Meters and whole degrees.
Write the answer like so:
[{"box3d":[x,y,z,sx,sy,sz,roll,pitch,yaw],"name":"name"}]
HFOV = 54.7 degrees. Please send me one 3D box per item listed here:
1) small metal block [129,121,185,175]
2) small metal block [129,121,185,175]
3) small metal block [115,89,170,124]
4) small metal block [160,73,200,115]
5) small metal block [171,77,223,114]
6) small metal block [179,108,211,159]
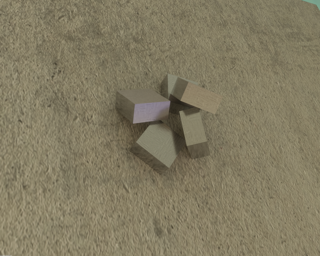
[{"box3d":[-0.002,0.023,0.392,0.050,0.025,0.050,38,51,-2],"name":"small metal block"},{"box3d":[-0.002,0.022,0.392,0.050,0.025,0.050,39,51,-3],"name":"small metal block"},{"box3d":[-0.023,-0.029,0.396,0.050,0.025,0.050,-8,28,-32],"name":"small metal block"},{"box3d":[0.029,-0.046,0.451,0.050,0.025,0.050,13,56,-22],"name":"small metal block"},{"box3d":[0.047,-0.044,0.410,0.050,0.025,0.050,20,11,-17],"name":"small metal block"},{"box3d":[0.047,0.008,0.408,0.025,0.050,0.050,-14,63,8],"name":"small metal block"}]
